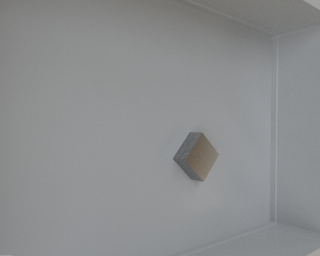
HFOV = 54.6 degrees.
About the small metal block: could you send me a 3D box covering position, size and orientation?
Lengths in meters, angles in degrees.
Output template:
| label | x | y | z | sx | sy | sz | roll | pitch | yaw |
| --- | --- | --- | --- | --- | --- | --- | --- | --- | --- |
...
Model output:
| label | x | y | z | sx | sy | sz | roll | pitch | yaw |
| --- | --- | --- | --- | --- | --- | --- | --- | --- | --- |
| small metal block | 0.053 | 0.041 | 0.450 | 0.050 | 0.025 | 0.050 | 50 | 61 | -28 |
